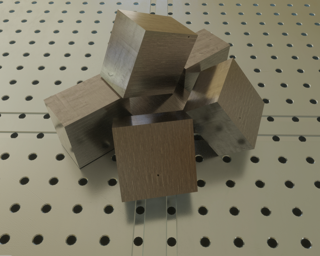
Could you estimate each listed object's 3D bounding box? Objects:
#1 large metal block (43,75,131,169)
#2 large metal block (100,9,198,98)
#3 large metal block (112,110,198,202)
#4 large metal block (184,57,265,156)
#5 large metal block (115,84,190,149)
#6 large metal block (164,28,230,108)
[{"bbox_3d":[-0.082,-0.010,0.378,0.080,0.080,0.050,-31,57,-23],"label":"large metal block"},{"bbox_3d":[-0.014,-0.085,0.362,0.081,0.079,0.050,-12,46,-43],"label":"large metal block"},{"bbox_3d":[-0.006,0.028,0.339,0.080,0.080,0.050,-7,14,-6],"label":"large metal block"},{"bbox_3d":[0.082,-0.025,0.384,0.050,0.080,0.080,-17,36,42],"label":"large metal block"},{"bbox_3d":[-0.007,-0.024,0.413,0.080,0.050,0.080,-32,57,-24],"label":"large metal block"},{"bbox_3d":[0.047,-0.081,0.441,0.080,0.080,0.050,-32,57,-24],"label":"large metal block"}]
